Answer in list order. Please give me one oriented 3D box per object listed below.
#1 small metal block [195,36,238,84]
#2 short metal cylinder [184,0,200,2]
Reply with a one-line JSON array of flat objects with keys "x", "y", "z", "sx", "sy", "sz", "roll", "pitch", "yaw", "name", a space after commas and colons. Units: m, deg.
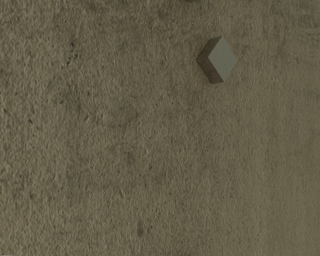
[{"x": 0.088, "y": -0.105, "z": 0.478, "sx": 0.050, "sy": 0.025, "sz": 0.050, "roll": 49, "pitch": 61, "yaw": -29, "name": "small metal block"}, {"x": 0.055, "y": -0.225, "z": 0.434, "sx": 0.081, "sy": 0.050, "sz": 0.080, "roll": 0, "pitch": 90, "yaw": -40, "name": "short metal cylinder"}]
